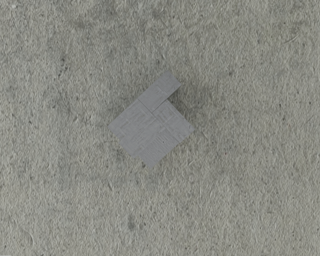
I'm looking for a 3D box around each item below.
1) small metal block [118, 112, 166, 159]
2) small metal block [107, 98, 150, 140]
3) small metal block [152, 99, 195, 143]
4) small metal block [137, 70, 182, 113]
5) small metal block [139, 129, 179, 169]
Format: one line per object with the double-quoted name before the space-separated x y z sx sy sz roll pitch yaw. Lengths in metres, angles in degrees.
"small metal block" -0.020 0.008 0.373 0.050 0.050 0.025 -43 91 0
"small metal block" -0.037 -0.010 0.398 0.050 0.050 0.025 -43 91 0
"small metal block" 0.016 -0.008 0.399 0.025 0.050 0.050 -43 91 0
"small metal block" -0.001 -0.044 0.398 0.050 0.050 0.025 -43 91 0
"small metal block" -0.011 0.018 0.411 0.050 0.025 0.050 -43 91 0
